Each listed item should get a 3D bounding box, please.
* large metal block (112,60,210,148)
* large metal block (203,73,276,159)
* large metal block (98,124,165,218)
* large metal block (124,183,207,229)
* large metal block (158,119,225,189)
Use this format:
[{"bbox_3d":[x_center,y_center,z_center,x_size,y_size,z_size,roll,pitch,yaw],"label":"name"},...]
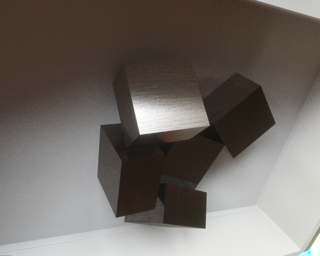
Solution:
[{"bbox_3d":[-0.001,-0.027,0.348,0.081,0.080,0.050,-7,163,-24],"label":"large metal block"},{"bbox_3d":[0.107,-0.017,0.441,0.080,0.050,0.080,-40,130,-2],"label":"large metal block"},{"bbox_3d":[-0.040,0.048,0.381,0.050,0.080,0.079,-6,121,-26],"label":"large metal block"},{"bbox_3d":[0.008,0.112,0.439,0.080,0.080,0.050,21,65,-38],"label":"large metal block"},{"bbox_3d":[0.028,0.033,0.430,0.080,0.050,0.080,21,107,-36],"label":"large metal block"}]
